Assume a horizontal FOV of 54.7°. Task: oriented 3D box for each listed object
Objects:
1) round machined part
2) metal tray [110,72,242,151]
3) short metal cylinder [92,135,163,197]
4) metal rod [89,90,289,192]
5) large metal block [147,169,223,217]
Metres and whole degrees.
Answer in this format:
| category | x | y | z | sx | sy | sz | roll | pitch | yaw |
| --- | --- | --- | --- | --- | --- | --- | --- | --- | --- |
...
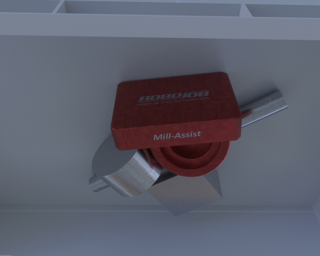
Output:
| category | x | y | z | sx | sy | sz | roll | pitch | yaw |
| --- | --- | --- | --- | --- | --- | --- | --- | --- | --- |
| round machined part | 0.038 | 0.008 | 0.385 | 0.098 | 0.042 | 0.097 | 4 | 106 | 14 |
| metal tray | 0.016 | -0.021 | 0.345 | 0.131 | 0.090 | 0.030 | -5 | 130 | 3 |
| short metal cylinder | -0.042 | 0.043 | 0.407 | 0.080 | 0.080 | 0.050 | -27 | 125 | 20 |
| metal rod | 0.025 | 0.026 | 0.430 | 0.300 | 0.025 | 0.025 | -26 | 126 | 20 |
| large metal block | 0.035 | 0.077 | 0.455 | 0.080 | 0.050 | 0.080 | -26 | 126 | 20 |
